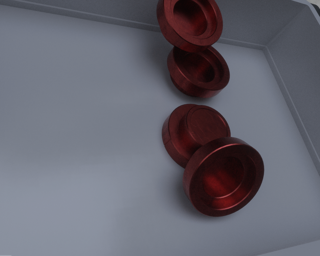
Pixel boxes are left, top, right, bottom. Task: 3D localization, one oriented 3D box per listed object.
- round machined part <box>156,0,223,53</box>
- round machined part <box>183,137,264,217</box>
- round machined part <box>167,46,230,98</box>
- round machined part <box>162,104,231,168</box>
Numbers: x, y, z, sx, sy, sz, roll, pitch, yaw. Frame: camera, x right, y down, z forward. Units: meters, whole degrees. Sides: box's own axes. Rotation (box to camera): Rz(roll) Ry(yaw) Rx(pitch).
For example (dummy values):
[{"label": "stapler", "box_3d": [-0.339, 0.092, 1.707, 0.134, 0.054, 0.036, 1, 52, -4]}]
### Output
[{"label": "round machined part", "box_3d": [0.038, -0.154, 0.445, 0.099, 0.042, 0.098, 7, 74, -27]}, {"label": "round machined part", "box_3d": [0.073, 0.055, 0.377, 0.099, 0.097, 0.042, 9, 18, -24]}, {"label": "round machined part", "box_3d": [0.055, -0.087, 0.477, 0.099, 0.042, 0.098, 13, 56, -21]}, {"label": "round machined part", "box_3d": [0.056, 0.008, 0.420, 0.099, 0.042, 0.098, 14, 56, -21]}]
